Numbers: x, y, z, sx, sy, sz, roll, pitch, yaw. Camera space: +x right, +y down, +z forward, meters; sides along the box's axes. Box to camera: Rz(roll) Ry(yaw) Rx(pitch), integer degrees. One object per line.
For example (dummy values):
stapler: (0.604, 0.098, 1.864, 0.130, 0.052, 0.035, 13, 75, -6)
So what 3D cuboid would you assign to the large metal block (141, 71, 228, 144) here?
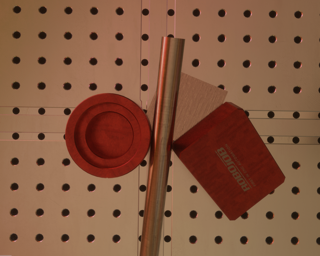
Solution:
large metal block: (0.030, -0.023, 0.398, 0.080, 0.050, 0.080, 23, 90, 0)

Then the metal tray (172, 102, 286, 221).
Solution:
metal tray: (0.087, 0.044, 0.383, 0.090, 0.030, 0.130, -38, 115, 0)

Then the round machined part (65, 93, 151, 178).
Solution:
round machined part: (-0.059, 0.009, 0.374, 0.099, 0.042, 0.097, 0, 91, 3)

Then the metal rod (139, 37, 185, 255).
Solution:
metal rod: (-0.001, 0.046, 0.370, 0.025, 0.025, 0.298, 6, 106, 0)

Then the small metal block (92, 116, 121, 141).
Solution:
small metal block: (-0.073, -0.007, 0.410, 0.050, 0.025, 0.050, -22, 90, 0)
